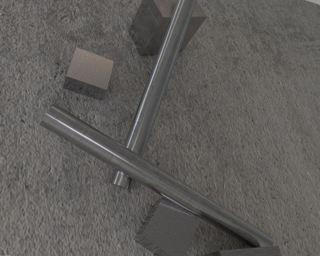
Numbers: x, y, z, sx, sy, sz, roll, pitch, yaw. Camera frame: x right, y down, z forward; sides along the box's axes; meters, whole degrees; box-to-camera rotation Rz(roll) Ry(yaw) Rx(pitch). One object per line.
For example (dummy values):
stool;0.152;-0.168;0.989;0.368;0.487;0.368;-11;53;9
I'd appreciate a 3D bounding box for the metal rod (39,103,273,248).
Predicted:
metal rod;0.012;0.066;0.340;0.301;0.025;0.025;34;51;-18

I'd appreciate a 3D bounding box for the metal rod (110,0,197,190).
metal rod;0.002;-0.071;0.385;0.025;0.025;0.299;23;73;-15

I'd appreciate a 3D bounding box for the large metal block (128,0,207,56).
large metal block;0.009;-0.158;0.470;0.081;0.080;0.050;-15;70;-34

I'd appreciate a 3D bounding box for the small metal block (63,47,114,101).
small metal block;-0.091;-0.069;0.397;0.050;0.025;0.050;18;55;-18

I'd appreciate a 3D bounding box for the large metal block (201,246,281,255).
large metal block;0.091;0.174;0.330;0.081;0.050;0.080;6;59;-25

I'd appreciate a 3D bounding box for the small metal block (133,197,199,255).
small metal block;0.008;0.112;0.339;0.050;0.025;0.050;37;51;-4
